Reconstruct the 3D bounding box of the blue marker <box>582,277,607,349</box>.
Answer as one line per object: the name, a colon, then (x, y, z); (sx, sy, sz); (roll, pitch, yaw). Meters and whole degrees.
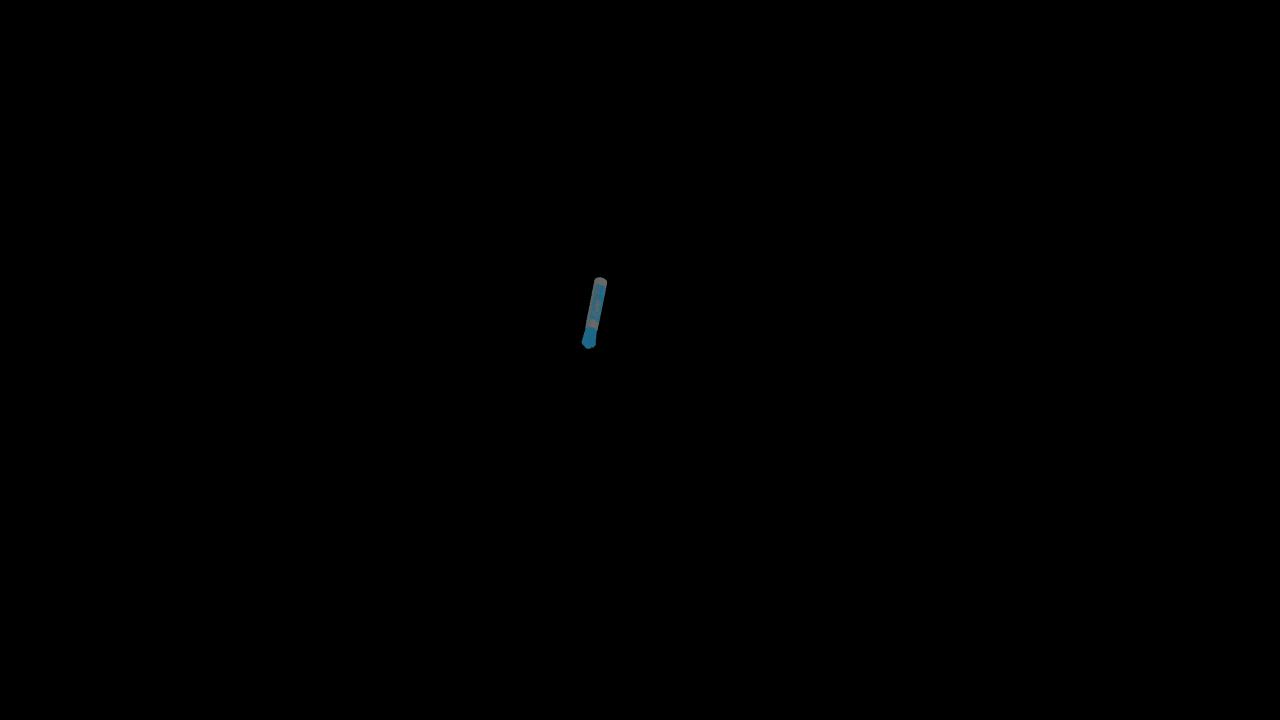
blue marker: (-0.063, -0.065, 0.846); (0.020, 0.121, 0.020); (5, -37, 4)
